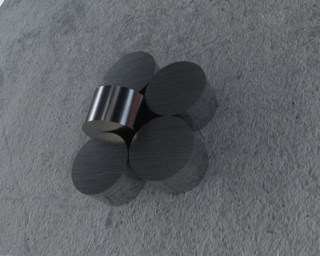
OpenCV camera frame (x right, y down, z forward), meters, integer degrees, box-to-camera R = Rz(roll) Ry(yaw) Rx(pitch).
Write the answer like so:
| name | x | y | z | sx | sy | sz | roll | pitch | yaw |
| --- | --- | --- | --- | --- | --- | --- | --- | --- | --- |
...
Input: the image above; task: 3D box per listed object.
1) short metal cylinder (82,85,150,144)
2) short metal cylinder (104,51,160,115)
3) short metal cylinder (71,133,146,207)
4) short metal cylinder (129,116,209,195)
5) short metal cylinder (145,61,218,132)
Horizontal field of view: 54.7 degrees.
| name | x | y | z | sx | sy | sz | roll | pitch | yaw |
| --- | --- | --- | --- | --- | --- | --- | --- | --- | --- |
| short metal cylinder | -0.056 | -0.012 | 0.407 | 0.080 | 0.080 | 0.050 | -3 | 61 | 27 |
| short metal cylinder | -0.032 | -0.062 | 0.444 | 0.080 | 0.050 | 0.080 | -14 | 56 | 21 |
| short metal cylinder | -0.062 | 0.053 | 0.390 | 0.080 | 0.050 | 0.080 | -14 | 56 | 21 |
| short metal cylinder | 0.011 | 0.032 | 0.363 | 0.080 | 0.050 | 0.080 | -14 | 56 | 22 |
| short metal cylinder | 0.028 | -0.038 | 0.397 | 0.080 | 0.050 | 0.080 | -13 | 57 | 21 |
